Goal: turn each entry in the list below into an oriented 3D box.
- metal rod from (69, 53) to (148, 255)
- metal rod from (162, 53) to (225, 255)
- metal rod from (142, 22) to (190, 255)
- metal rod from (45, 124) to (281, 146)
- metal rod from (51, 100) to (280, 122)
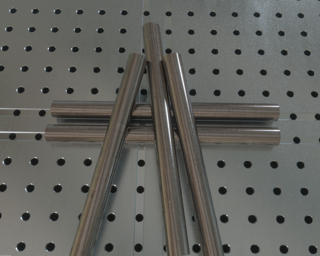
[{"bbox_3d":[-0.065,0.049,0.374,0.025,0.025,0.299,14,77,4],"label":"metal rod"},{"bbox_3d":[0.042,0.050,0.374,0.025,0.025,0.299,-10,77,-4],"label":"metal rod"},{"bbox_3d":[0.004,-0.001,0.386,0.025,0.025,0.299,-6,70,-3],"label":"metal rod"},{"bbox_3d":[0.004,0.009,0.409,0.302,0.025,0.025,1,70,0],"label":"metal rod"},{"bbox_3d":[0.007,-0.023,0.420,0.302,0.025,0.025,1,70,0],"label":"metal rod"}]
